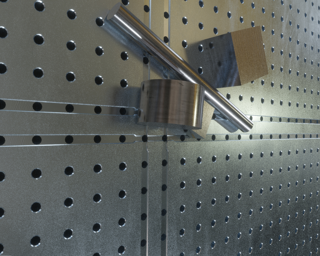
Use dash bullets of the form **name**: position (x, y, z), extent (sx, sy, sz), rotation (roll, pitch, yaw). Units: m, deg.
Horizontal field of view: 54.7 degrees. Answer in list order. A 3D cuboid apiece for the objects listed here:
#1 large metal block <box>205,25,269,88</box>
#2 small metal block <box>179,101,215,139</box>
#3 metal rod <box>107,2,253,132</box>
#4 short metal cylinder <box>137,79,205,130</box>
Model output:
- **large metal block**: position (0.126, -0.115, 0.501), extent (0.081, 0.050, 0.080), rotation (-24, 106, -38)
- **small metal block**: position (0.048, -0.018, 0.452), extent (0.050, 0.025, 0.050), rotation (32, 70, -36)
- **metal rod**: position (0.048, -0.071, 0.451), extent (0.301, 0.025, 0.025), rotation (33, 69, -35)
- **short metal cylinder**: position (0.014, -0.027, 0.387), extent (0.081, 0.080, 0.050), rotation (9, 85, -40)
